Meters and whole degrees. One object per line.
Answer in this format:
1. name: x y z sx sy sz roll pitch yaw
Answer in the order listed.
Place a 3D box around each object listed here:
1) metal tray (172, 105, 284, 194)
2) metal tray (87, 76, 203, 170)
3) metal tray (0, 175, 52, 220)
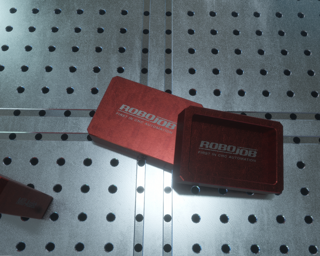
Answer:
1. metal tray: 0.085 0.029 0.379 0.131 0.030 0.090 10 74 -12
2. metal tray: -0.017 -0.007 0.411 0.131 0.030 0.090 20 71 6
3. metal tray: -0.181 0.063 0.331 0.090 0.130 0.030 21 72 7
